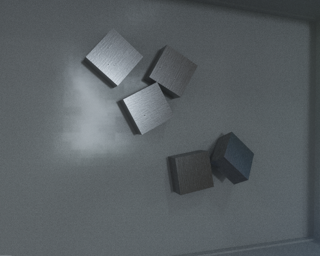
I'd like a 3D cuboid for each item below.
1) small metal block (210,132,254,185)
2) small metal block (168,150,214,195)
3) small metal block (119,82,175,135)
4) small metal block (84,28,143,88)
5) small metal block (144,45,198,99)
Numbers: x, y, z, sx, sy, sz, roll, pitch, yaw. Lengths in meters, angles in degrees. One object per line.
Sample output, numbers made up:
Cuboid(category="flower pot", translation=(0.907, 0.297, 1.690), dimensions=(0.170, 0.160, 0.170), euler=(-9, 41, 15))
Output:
Cuboid(category="small metal block", translation=(0.103, 0.042, 0.437), dimensions=(0.050, 0.025, 0.050), euler=(43, 46, -15))
Cuboid(category="small metal block", translation=(0.043, 0.060, 0.426), dimensions=(0.050, 0.025, 0.050), euler=(-10, 94, -20))
Cuboid(category="small metal block", translation=(-0.017, -0.025, 0.404), dimensions=(0.050, 0.025, 0.050), euler=(-30, 100, -17))
Cuboid(category="small metal block", translation=(-0.058, -0.087, 0.389), dimensions=(0.050, 0.025, 0.050), euler=(42, 77, -15))
Cuboid(category="small metal block", translation=(0.014, -0.074, 0.416), dimensions=(0.050, 0.025, 0.050), euler=(31, 80, -18))
